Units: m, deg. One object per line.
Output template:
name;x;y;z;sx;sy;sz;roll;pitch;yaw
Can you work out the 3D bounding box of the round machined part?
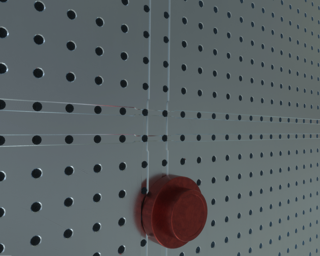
round machined part;0.027;0.115;0.424;0.099;0.042;0.097;0;90;-40
